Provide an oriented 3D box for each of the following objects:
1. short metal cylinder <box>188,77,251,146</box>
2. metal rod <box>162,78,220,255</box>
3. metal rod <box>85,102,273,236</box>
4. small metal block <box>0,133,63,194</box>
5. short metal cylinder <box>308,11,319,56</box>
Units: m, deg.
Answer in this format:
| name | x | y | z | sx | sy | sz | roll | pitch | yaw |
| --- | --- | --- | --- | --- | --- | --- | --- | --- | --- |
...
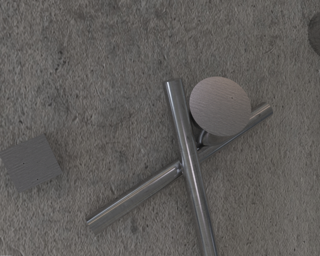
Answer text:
| name | x | y | z | sx | sy | sz | roll | pitch | yaw |
| --- | --- | --- | --- | --- | --- | --- | --- | --- | --- |
| short metal cylinder | 0.072 | -0.021 | 0.410 | 0.081 | 0.050 | 0.080 | 3 | 73 | -9 |
| metal rod | 0.048 | 0.084 | 0.404 | 0.025 | 0.025 | 0.298 | -18 | 105 | -19 |
| metal rod | 0.038 | 0.046 | 0.423 | 0.302 | 0.025 | 0.025 | -31 | 101 | -18 |
| small metal block | -0.147 | 0.039 | 0.355 | 0.050 | 0.025 | 0.050 | -25 | 99 | -18 |
| short metal cylinder | 0.291 | -0.159 | 0.503 | 0.081 | 0.050 | 0.080 | 0 | 90 | -20 |
